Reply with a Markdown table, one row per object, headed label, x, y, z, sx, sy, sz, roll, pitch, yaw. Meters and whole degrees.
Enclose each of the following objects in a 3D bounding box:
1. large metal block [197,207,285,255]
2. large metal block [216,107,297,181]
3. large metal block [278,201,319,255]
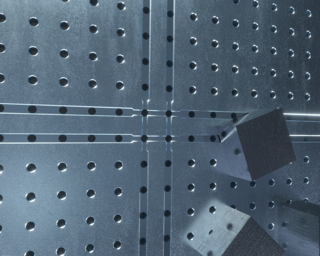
| label | x | y | z | sx | sy | sz | roll | pitch | yaw |
| --- | --- | --- | --- | --- | --- | --- | --- | --- | --- |
| large metal block | 0.115 | 0.175 | 0.442 | 0.080 | 0.050 | 0.080 | 46 | 76 | -14 |
| large metal block | 0.139 | 0.021 | 0.450 | 0.081 | 0.050 | 0.080 | -20 | 97 | -19 |
| large metal block | 0.226 | 0.160 | 0.466 | 0.050 | 0.080 | 0.080 | -1 | 91 | -20 |
